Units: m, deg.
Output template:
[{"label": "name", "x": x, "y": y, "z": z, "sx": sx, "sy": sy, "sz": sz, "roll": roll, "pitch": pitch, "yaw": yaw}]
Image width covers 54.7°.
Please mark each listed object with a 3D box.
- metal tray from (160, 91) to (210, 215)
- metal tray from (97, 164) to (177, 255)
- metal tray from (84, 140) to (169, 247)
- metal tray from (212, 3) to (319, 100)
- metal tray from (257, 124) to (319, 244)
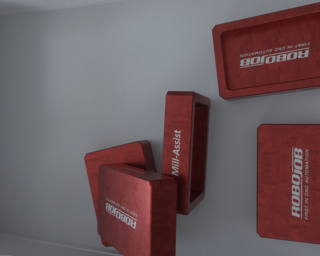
[{"label": "metal tray", "x": 0.032, "y": 0.026, "z": 0.364, "sx": 0.030, "sy": 0.090, "sz": 0.129, "roll": 3, "pitch": 91, "yaw": 20}, {"label": "metal tray", "x": -0.031, "y": 0.092, "z": 0.348, "sx": 0.130, "sy": 0.030, "sz": 0.089, "roll": 3, "pitch": 91, "yaw": 57}, {"label": "metal tray", "x": -0.046, "y": 0.089, "z": 0.424, "sx": 0.090, "sy": 0.030, "sz": 0.129, "roll": -15, "pitch": 85, "yaw": 19}, {"label": "metal tray", "x": 0.132, "y": -0.085, "z": 0.360, "sx": 0.130, "sy": 0.030, "sz": 0.089, "roll": -7, "pitch": 88, "yaw": 19}, {"label": "metal tray", "x": 0.158, "y": 0.060, "z": 0.352, "sx": 0.090, "sy": 0.030, "sz": 0.129, "roll": 0, "pitch": 90, "yaw": 20}]
